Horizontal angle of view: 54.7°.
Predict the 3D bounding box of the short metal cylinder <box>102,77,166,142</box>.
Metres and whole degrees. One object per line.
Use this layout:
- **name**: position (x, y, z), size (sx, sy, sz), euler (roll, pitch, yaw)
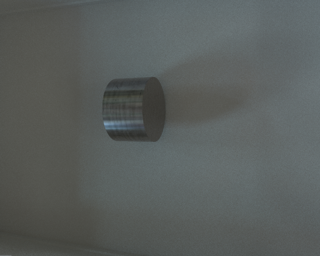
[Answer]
- **short metal cylinder**: position (-0.030, -0.023, 0.388), size (0.050, 0.080, 0.079), euler (0, 90, 20)
